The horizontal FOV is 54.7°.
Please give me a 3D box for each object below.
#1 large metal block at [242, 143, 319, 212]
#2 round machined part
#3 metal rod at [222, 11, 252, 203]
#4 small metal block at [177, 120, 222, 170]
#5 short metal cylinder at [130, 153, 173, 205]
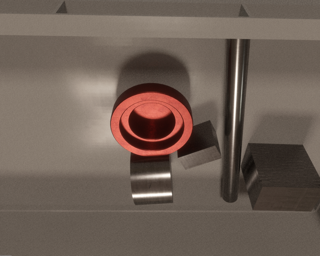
[{"bbox_3d":[0.166,0.068,0.433,0.081,0.080,0.050,2,130,-2],"label":"large metal block"},{"bbox_3d":[-0.009,-0.014,0.384,0.099,0.042,0.097,0,128,0],"label":"round machined part"},{"bbox_3d":[0.097,-0.001,0.409,0.025,0.025,0.298,-5,130,4],"label":"metal rod"},{"bbox_3d":[0.051,0.022,0.412,0.050,0.050,0.025,-20,127,16],"label":"small metal block"},{"bbox_3d":[-0.010,0.064,0.428,0.050,0.080,0.080,-4,130,3],"label":"short metal cylinder"}]
